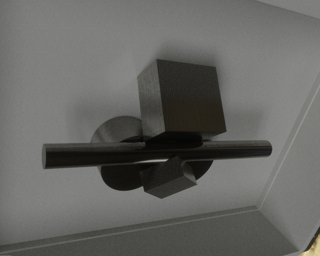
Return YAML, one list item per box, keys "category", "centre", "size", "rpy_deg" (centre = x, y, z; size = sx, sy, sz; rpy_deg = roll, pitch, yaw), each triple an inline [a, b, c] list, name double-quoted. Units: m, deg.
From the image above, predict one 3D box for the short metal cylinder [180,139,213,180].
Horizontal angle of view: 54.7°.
- category: "short metal cylinder"
  centre: [0.028, 0.033, 0.429]
  size: [0.081, 0.050, 0.079]
  rpy_deg: [-14, 125, -21]

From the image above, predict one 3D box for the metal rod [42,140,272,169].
- category: "metal rod"
  centre: [0.020, 0.029, 0.372]
  size: [0.303, 0.025, 0.025]
  rpy_deg: [1, 118, -29]

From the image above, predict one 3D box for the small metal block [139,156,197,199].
- category: "small metal block"
  centre: [0.011, 0.061, 0.373]
  size: [0.050, 0.025, 0.050]
  rpy_deg: [-25, 151, 13]

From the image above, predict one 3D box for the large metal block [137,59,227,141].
- category: "large metal block"
  centre: [0.024, -0.028, 0.361]
  size: [0.081, 0.050, 0.080]
  rpy_deg: [1, 75, -29]

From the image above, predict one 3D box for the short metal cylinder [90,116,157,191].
- category: "short metal cylinder"
  centre: [-0.042, 0.032, 0.389]
  size: [0.081, 0.050, 0.079]
  rpy_deg: [-14, 125, -21]
